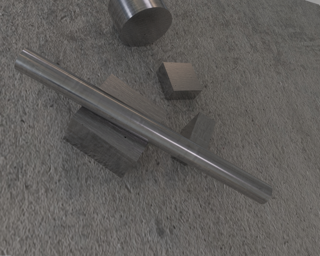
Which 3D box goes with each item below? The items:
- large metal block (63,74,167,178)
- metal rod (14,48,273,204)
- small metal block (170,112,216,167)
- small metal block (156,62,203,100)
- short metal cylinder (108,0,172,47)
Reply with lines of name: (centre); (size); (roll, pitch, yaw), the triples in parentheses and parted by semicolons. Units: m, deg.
large metal block: (-0.051, -0.003, 0.362); (0.080, 0.050, 0.080); (35, 51, -5)
metal rod: (-0.008, 0.004, 0.332); (0.301, 0.025, 0.025); (29, 52, -10)
small metal block: (0.043, 0.015, 0.402); (0.025, 0.050, 0.050); (31, 52, -8)
small metal block: (0.028, -0.070, 0.461); (0.050, 0.025, 0.050); (-5, 64, -31)
short metal cylinder: (-0.029, -0.165, 0.453); (0.081, 0.080, 0.050); (-13, 69, -33)
